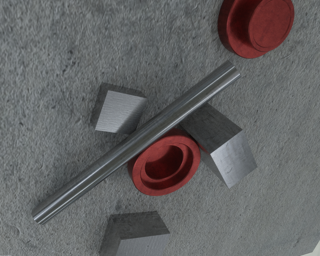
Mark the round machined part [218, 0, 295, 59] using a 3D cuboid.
[{"bbox_3d":[0.124,-0.133,0.381,0.099,0.042,0.097,-14,124,-21],"label":"round machined part"}]

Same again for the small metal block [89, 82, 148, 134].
[{"bbox_3d":[-0.049,-0.022,0.366,0.050,0.025,0.050,9,114,-32],"label":"small metal block"}]

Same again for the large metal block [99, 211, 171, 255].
[{"bbox_3d":[-0.041,0.179,0.479,0.081,0.050,0.079,4,116,-31],"label":"large metal block"}]

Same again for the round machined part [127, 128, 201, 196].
[{"bbox_3d":[0.002,0.041,0.422,0.099,0.042,0.097,-13,125,-20],"label":"round machined part"}]

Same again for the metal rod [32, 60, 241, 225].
[{"bbox_3d":[-0.035,0.022,0.371,0.300,0.025,0.025,-37,130,8],"label":"metal rod"}]

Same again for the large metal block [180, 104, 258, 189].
[{"bbox_3d":[0.080,0.024,0.430,0.050,0.080,0.080,-36,129,-4],"label":"large metal block"}]
